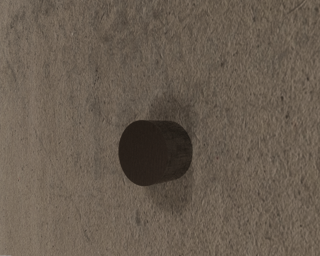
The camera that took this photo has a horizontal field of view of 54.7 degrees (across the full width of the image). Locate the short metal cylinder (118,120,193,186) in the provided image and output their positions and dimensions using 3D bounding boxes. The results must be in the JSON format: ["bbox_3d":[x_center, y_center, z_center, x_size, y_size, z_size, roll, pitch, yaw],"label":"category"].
[{"bbox_3d":[-0.006,0.030,0.392,0.080,0.050,0.079,0,90,39],"label":"short metal cylinder"}]
